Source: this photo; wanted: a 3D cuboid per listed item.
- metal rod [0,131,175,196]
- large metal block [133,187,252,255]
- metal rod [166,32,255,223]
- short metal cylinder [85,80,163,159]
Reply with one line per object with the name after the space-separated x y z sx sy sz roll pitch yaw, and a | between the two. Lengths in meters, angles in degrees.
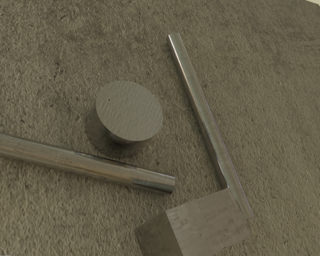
-0.124 0.027 0.320 0.302 0.025 0.025 17 55 -19 | metal rod
0.031 0.107 0.319 0.081 0.080 0.050 -11 67 -33 | large metal block
0.065 -0.016 0.447 0.025 0.025 0.299 -4 64 -30 | metal rod
-0.043 -0.010 0.370 0.081 0.050 0.080 14 56 -21 | short metal cylinder
